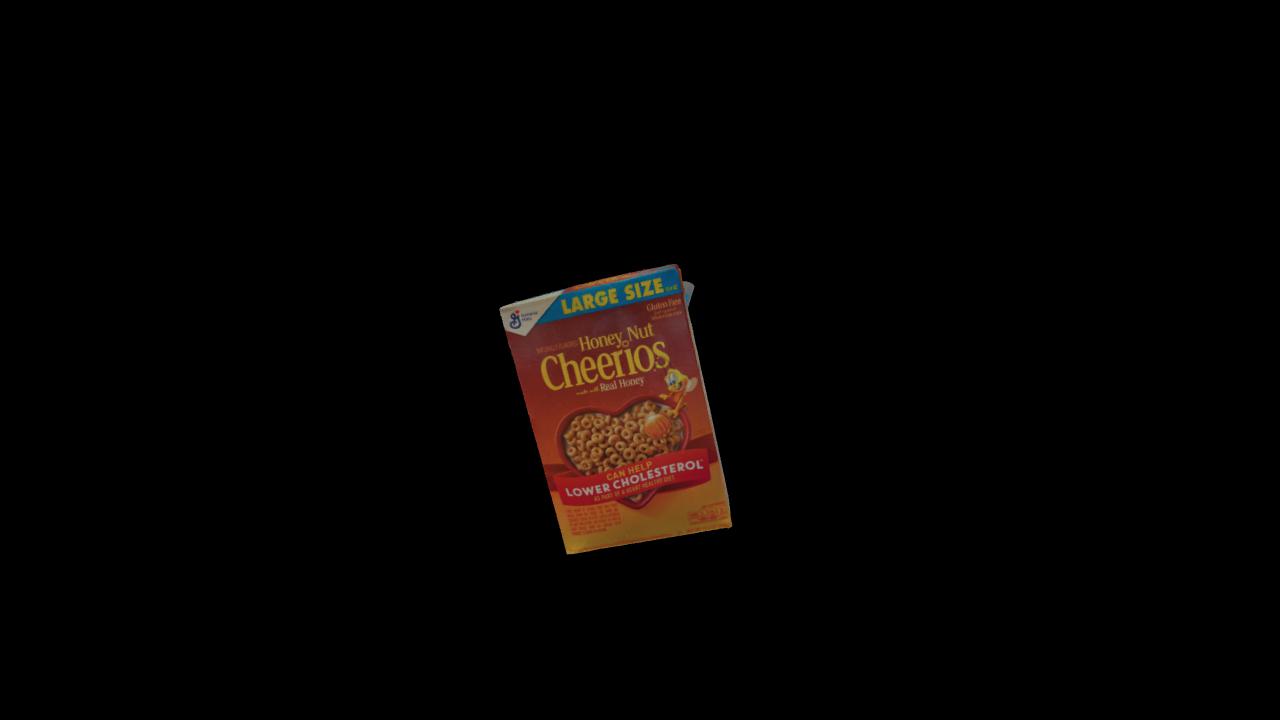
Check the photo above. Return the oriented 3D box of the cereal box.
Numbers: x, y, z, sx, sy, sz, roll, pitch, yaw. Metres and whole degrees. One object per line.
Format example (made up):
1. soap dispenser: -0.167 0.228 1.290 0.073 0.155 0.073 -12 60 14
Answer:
1. cereal box: -0.022 0.059 0.713 0.203 0.306 0.081 -11 12 7

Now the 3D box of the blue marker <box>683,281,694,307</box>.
1. blue marker: 0.039 -0.035 0.722 0.020 0.121 0.020 16 -15 4
